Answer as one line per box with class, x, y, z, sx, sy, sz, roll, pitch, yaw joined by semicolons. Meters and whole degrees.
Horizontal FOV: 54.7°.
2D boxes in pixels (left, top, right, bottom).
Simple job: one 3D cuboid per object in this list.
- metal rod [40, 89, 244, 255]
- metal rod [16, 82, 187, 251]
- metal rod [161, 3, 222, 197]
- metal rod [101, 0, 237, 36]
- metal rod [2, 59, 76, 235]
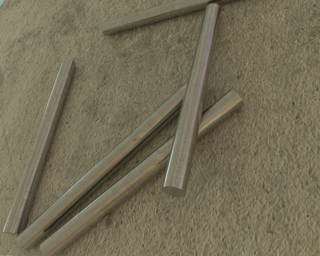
metal rod;-0.023;0.057;0.380;0.300;0.025;0.025;-39;51;1
metal rod;-0.067;0.049;0.409;0.300;0.025;0.025;-42;51;-2
metal rod;0.048;-0.058;0.389;0.025;0.025;0.300;-3;52;27
metal rod;0.035;-0.198;0.506;0.300;0.025;0.025;-7;59;24
metal rod;-0.183;0.013;0.492;0.025;0.025;0.299;-6;59;25
